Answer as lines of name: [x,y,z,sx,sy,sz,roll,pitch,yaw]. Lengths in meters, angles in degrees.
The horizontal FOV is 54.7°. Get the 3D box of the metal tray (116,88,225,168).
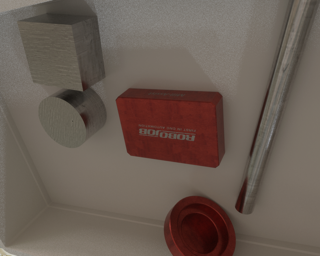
metal tray: [0.014,-0.002,0.396,0.130,0.030,0.089,6,121,25]

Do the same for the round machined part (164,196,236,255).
round machined part: [0.050,0.147,0.426,0.098,0.098,0.042,36,135,4]

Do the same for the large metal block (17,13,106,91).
large metal block: [-0.122,-0.098,0.394,0.080,0.050,0.079,11,123,22]

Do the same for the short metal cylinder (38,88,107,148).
short metal cylinder: [-0.125,-0.018,0.445,0.080,0.050,0.079,13,124,20]

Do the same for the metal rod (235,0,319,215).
metal rod: [0.121,-0.019,0.332,0.025,0.025,0.298,16,125,18]
